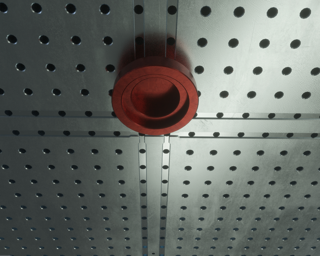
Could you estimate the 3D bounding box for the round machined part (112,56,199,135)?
[{"bbox_3d":[-0.005,-0.041,0.366,0.099,0.042,0.097,-1,130,0],"label":"round machined part"}]
